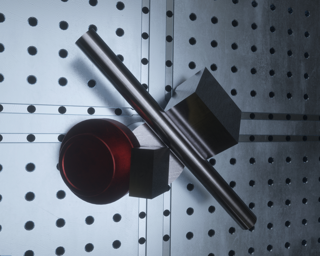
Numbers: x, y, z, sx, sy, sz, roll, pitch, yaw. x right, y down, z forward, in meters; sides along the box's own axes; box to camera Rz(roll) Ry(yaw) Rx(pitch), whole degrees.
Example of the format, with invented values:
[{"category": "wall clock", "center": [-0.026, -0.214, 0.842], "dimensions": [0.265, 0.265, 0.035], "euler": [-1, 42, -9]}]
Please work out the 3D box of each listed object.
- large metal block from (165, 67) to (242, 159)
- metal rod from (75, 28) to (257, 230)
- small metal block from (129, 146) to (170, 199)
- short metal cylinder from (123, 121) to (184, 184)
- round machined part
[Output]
[{"category": "large metal block", "center": [0.057, -0.020, 0.394], "dimensions": [0.080, 0.050, 0.080], "euler": [48, 32, -14]}, {"category": "metal rod", "center": [0.017, 0.012, 0.362], "dimensions": [0.025, 0.025, 0.300], "euler": [-45, 104, -14]}, {"category": "small metal block", "center": [-0.010, 0.046, 0.336], "dimensions": [0.025, 0.050, 0.050], "euler": [3, 89, 20]}, {"category": "short metal cylinder", "center": [-0.013, 0.031, 0.390], "dimensions": [0.081, 0.050, 0.079], "euler": [0, 90, -20]}, {"category": "round machined part", "center": [-0.072, 0.038, 0.346], "dimensions": [0.098, 0.042, 0.097], "euler": [1, 94, 18]}]
